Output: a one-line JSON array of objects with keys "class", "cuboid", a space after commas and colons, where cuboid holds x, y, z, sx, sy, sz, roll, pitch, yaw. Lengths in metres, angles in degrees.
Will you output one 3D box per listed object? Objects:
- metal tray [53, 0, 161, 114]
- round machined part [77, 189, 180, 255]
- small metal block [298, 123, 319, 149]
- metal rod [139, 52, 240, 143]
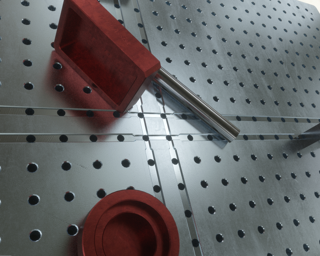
[{"class": "metal tray", "cuboid": [-0.070, -0.090, 0.384, 0.130, 0.090, 0.030, 45, 51, 2]}, {"class": "round machined part", "cuboid": [-0.033, 0.115, 0.310, 0.099, 0.042, 0.098, 14, 56, -21]}, {"class": "small metal block", "cuboid": [0.281, 0.013, 0.539, 0.050, 0.050, 0.025, -1, 62, -29]}, {"class": "metal rod", "cuboid": [-0.006, -0.081, 0.455, 0.300, 0.025, 0.025, 39, 51, -3]}]
